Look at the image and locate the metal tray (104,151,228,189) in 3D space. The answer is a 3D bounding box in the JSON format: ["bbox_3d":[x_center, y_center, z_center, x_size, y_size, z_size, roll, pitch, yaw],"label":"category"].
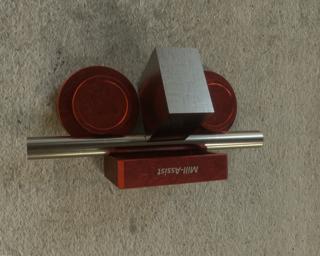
[{"bbox_3d":[0.004,0.046,0.378,0.131,0.090,0.030,-1,91,-20],"label":"metal tray"}]

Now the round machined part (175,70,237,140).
[{"bbox_3d":[0.065,-0.031,0.425,0.099,0.042,0.097,0,90,-21],"label":"round machined part"}]

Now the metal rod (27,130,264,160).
[{"bbox_3d":[-0.002,0.019,0.389,0.303,0.025,0.025,-1,91,-21],"label":"metal rod"}]

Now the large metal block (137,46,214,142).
[{"bbox_3d":[0.013,-0.036,0.358,0.050,0.080,0.080,-2,67,-21],"label":"large metal block"}]

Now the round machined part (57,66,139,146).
[{"bbox_3d":[-0.072,-0.027,0.373,0.099,0.042,0.097,0,90,-21],"label":"round machined part"}]
